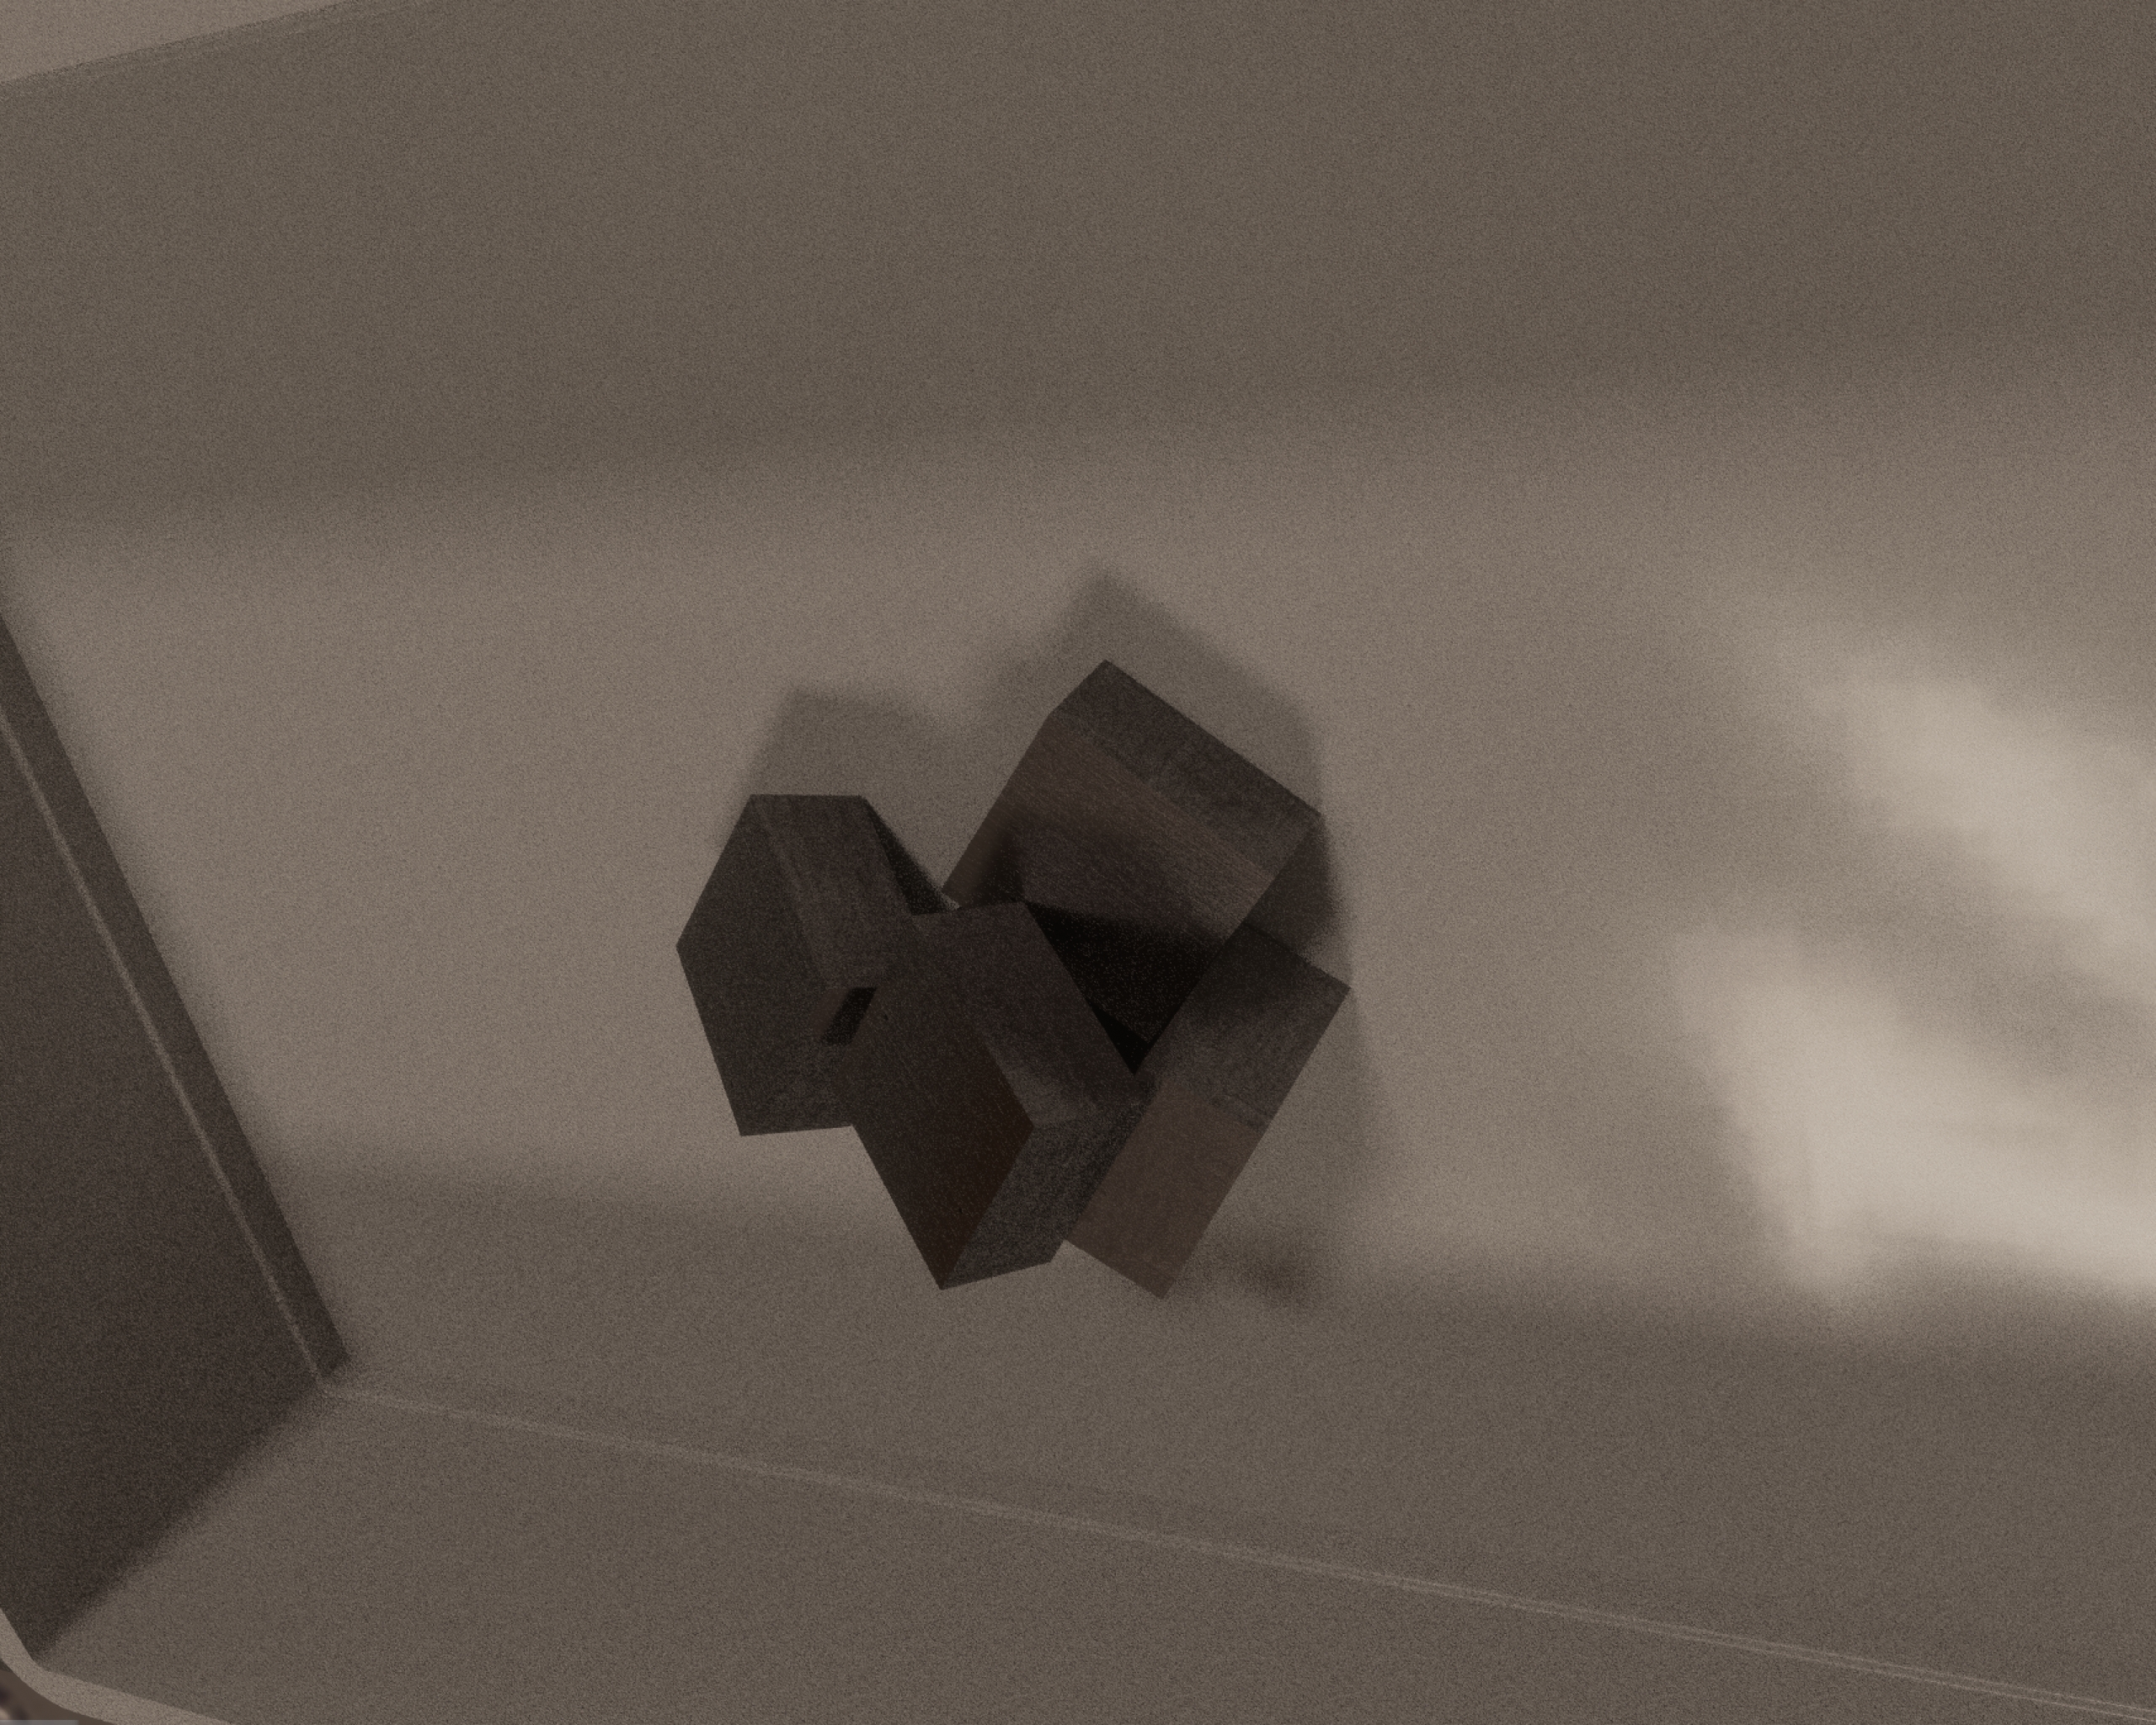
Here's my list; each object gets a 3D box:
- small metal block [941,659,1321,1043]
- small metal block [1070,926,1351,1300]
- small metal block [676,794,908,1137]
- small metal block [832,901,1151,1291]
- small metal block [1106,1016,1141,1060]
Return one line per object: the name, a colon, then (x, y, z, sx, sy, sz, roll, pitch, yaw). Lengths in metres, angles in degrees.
small metal block: (0.009, -0.002, 0.399, 0.050, 0.025, 0.050, 36, 129, 3)
small metal block: (0.024, 0.048, 0.406, 0.025, 0.050, 0.050, 31, 128, 8)
small metal block: (-0.057, 0.021, 0.432, 0.050, 0.025, 0.050, -57, 47, 39)
small metal block: (-0.018, 0.044, 0.394, 0.050, 0.025, 0.050, 57, 137, 32)
small metal block: (-0.014, 0.039, 0.437, 0.050, 0.025, 0.050, 36, 129, 3)
